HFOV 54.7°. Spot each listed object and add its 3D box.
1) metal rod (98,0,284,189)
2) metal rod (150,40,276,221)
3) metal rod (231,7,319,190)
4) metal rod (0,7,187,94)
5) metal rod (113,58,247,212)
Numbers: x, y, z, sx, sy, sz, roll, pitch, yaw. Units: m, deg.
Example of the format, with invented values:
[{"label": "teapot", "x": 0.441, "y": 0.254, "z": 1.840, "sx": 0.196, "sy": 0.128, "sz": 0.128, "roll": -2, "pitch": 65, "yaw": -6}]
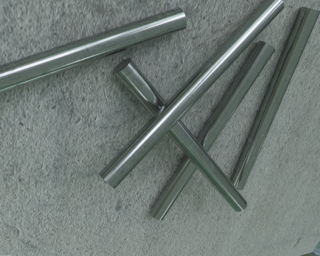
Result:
[{"label": "metal rod", "x": 0.043, "y": -0.049, "z": 0.365, "sx": 0.300, "sy": 0.025, "sz": 0.025, "roll": -47, "pitch": 130, "yaw": -9}, {"label": "metal rod", "x": 0.070, "y": 0.013, "z": 0.452, "sx": 0.025, "sy": 0.025, "sz": 0.299, "roll": 21, "pitch": 107, "yaw": -36}, {"label": "metal rod", "x": 0.169, "y": -0.030, "z": 0.480, "sx": 0.025, "sy": 0.025, "sz": 0.298, "roll": 0, "pitch": 118, "yaw": -29}, {"label": "metal rod", "x": -0.111, "y": -0.064, "z": 0.306, "sx": 0.302, "sy": 0.025, "sz": 0.025, "roll": -23, "pitch": 127, "yaw": -14}, {"label": "metal rod", "x": 0.043, "y": 0.027, "z": 0.419, "sx": 0.025, "sy": 0.025, "sz": 0.300, "roll": -42, "pitch": 121, "yaw": 0}]
